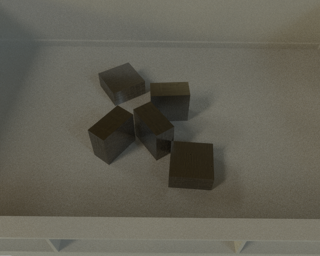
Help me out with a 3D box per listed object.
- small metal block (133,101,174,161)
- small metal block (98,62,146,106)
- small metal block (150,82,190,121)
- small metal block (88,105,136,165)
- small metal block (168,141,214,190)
[{"bbox_3d":[-0.008,0.004,0.386,0.025,0.050,0.050,-28,56,-21],"label":"small metal block"},{"bbox_3d":[-0.056,-0.066,0.460,0.050,0.025,0.050,-25,55,-20],"label":"small metal block"},{"bbox_3d":[0.013,-0.035,0.418,0.050,0.050,0.025,-2,50,-2],"label":"small metal block"},{"bbox_3d":[-0.057,0.009,0.381,0.025,0.050,0.050,31,56,23],"label":"small metal block"},{"bbox_3d":[0.037,0.044,0.368,0.050,0.025,0.050,4,50,2],"label":"small metal block"}]
